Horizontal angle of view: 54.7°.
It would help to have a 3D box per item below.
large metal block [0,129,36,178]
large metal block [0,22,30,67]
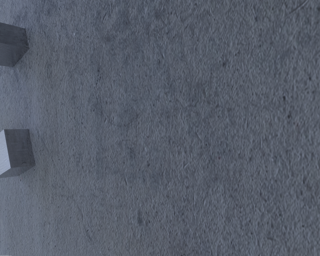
[{"bbox_3d":[-0.309,0.054,0.645,0.080,0.050,0.080,-27,73,37],"label":"large metal block"},{"bbox_3d":[-0.334,-0.174,0.645,0.080,0.081,0.050,-28,73,36],"label":"large metal block"}]
